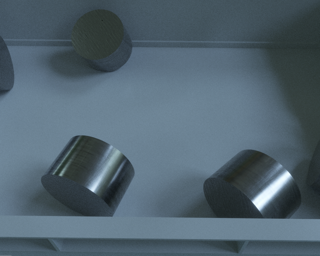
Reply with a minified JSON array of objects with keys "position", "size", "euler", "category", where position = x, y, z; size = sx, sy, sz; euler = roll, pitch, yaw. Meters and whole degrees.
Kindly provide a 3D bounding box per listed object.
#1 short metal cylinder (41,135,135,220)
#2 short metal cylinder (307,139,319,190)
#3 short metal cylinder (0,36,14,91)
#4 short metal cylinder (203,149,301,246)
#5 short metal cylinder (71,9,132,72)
[{"position":[-0.074,0.053,0.324],"size":[0.080,0.080,0.050],"euler":[17,52,14],"category":"short metal cylinder"},{"position":[0.204,0.036,0.340],"size":[0.050,0.080,0.080],"euler":[21,53,16],"category":"short metal cylinder"},{"position":[-0.250,-0.091,0.444],"size":[0.050,0.080,0.080],"euler":[-9,51,-8],"category":"short metal cylinder"},{"position":[0.091,0.069,0.312],"size":[0.050,0.080,0.080],"euler":[-34,58,-25],"category":"short metal cylinder"},{"position":[-0.088,-0.133,0.478],"size":[0.080,0.050,0.080],"euler":[-2,79,9],"category":"short metal cylinder"}]
